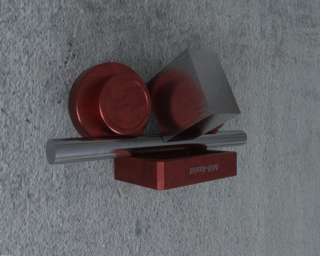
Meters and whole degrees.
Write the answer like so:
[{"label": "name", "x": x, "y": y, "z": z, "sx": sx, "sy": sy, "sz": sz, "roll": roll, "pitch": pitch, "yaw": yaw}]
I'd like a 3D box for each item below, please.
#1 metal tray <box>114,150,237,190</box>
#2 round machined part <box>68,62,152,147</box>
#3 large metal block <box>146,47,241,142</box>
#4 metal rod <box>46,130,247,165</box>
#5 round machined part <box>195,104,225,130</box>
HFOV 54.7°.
[{"label": "metal tray", "x": 0.021, "y": 0.046, "z": 0.384, "sx": 0.131, "sy": 0.090, "sz": 0.030, "roll": -2, "pitch": 91, "yaw": -40}, {"label": "round machined part", "x": -0.049, "y": -0.026, "z": 0.353, "sx": 0.099, "sy": 0.042, "sz": 0.097, "roll": 0, "pitch": 90, "yaw": -40}, {"label": "large metal block", "x": 0.036, "y": -0.036, "z": 0.368, "sx": 0.050, "sy": 0.080, "sz": 0.080, "roll": -3, "pitch": 68, "yaw": -41}, {"label": "metal rod", "x": 0.012, "y": 0.019, "z": 0.391, "sx": 0.302, "sy": 0.025, "sz": 0.025, "roll": -2, "pitch": 91, "yaw": -40}, {"label": "round machined part", "x": 0.062, "y": -0.031, "z": 0.448, "sx": 0.099, "sy": 0.042, "sz": 0.097, "roll": 0, "pitch": 90, "yaw": -40}]
